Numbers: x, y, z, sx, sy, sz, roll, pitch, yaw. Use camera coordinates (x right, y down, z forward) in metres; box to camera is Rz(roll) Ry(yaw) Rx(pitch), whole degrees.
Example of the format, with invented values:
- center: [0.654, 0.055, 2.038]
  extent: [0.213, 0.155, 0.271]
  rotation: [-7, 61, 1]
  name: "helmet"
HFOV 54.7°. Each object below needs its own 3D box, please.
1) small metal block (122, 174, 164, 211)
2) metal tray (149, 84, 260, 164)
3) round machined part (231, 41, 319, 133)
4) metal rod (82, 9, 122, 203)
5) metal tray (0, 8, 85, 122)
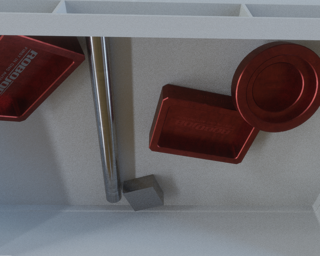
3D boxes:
- center: [-0.026, 0.105, 0.498]
  extent: [0.050, 0.025, 0.050]
  rotation: [-16, 129, 12]
  name: "small metal block"
- center: [0.058, -0.002, 0.405]
  extent: [0.131, 0.030, 0.089]
  rotation: [10, 130, -9]
  name: "metal tray"
- center: [0.128, -0.047, 0.347]
  extent: [0.099, 0.042, 0.097]
  rotation: [-1, 112, -3]
  name: "round machined part"
- center: [-0.070, -0.002, 0.406]
  extent: [0.025, 0.025, 0.298]
  rotation: [1, 130, -2]
  name: "metal rod"
- center: [-0.154, -0.056, 0.324]
  extent: [0.130, 0.030, 0.091]
  rotation: [-36, 159, 26]
  name: "metal tray"
